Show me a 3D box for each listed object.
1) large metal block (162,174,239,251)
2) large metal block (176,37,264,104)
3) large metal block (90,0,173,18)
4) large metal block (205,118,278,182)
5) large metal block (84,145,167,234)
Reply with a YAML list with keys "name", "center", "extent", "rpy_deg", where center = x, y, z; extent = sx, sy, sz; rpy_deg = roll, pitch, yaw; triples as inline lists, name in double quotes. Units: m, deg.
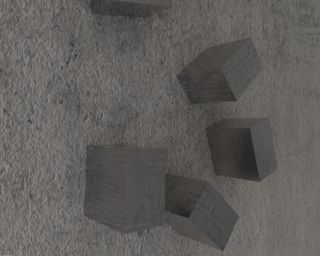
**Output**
- name: "large metal block"
  center: [0.042, 0.107, 0.404]
  extent: [0.080, 0.080, 0.050]
  rpy_deg: [49, 61, -29]
- name: "large metal block"
  center: [0.085, -0.079, 0.440]
  extent: [0.080, 0.080, 0.050]
  rpy_deg: [-46, 118, -30]
- name: "large metal block"
  center: [-0.037, -0.177, 0.357]
  extent: [0.081, 0.050, 0.079]
  rpy_deg: [-13, 98, -39]
- name: "large metal block"
  center: [0.124, 0.030, 0.472]
  extent: [0.050, 0.080, 0.080]
  rpy_deg: [-22, 104, -38]
- name: "large metal block"
  center: [-0.039, 0.060, 0.336]
  extent: [0.050, 0.080, 0.080]
  rpy_deg: [3, 88, -40]
